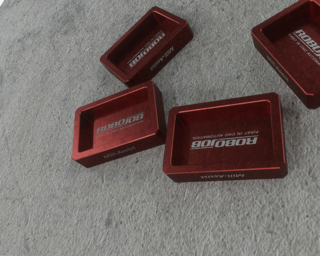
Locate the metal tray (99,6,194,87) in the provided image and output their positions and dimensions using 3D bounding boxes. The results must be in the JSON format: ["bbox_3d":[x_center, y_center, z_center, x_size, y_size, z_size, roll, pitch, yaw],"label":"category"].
[{"bbox_3d":[-0.023,-0.127,0.490,0.130,0.030,0.090,-45,51,-4],"label":"metal tray"}]

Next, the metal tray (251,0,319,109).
[{"bbox_3d":[0.179,-0.094,0.364,0.090,0.030,0.130,-30,52,9],"label":"metal tray"}]

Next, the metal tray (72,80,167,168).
[{"bbox_3d":[-0.058,-0.005,0.434,0.130,0.030,0.090,-18,54,17],"label":"metal tray"}]

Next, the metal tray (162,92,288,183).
[{"bbox_3d":[0.072,0.013,0.354,0.130,0.030,0.090,-7,59,24],"label":"metal tray"}]
